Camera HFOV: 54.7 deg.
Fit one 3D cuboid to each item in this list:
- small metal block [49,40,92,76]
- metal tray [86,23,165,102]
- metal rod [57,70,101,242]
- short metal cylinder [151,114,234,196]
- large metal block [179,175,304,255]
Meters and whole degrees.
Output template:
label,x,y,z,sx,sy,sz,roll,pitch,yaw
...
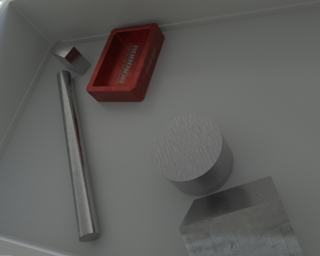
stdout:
label,x,y,z,sx,sy,sz,roll,pitch,yaw
small metal block,-0.157,-0.123,0.545,0.050,0.050,0.025,27,77,37
metal tray,-0.053,-0.104,0.492,0.090,0.030,0.130,3,63,29
metal rod,-0.127,0.019,0.458,0.025,0.025,0.299,-29,52,10
short metal cylinder,0.037,0.031,0.350,0.080,0.050,0.080,-13,56,20
large metal block,0.070,0.086,0.271,0.080,0.080,0.050,-22,87,15
